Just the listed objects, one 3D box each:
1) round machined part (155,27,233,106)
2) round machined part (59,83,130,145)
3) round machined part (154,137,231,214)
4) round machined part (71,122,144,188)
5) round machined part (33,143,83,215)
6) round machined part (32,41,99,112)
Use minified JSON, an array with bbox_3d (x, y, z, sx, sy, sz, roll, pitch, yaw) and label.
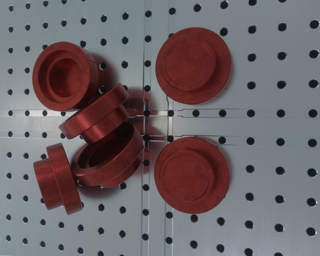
[{"bbox_3d":[0.040,-0.078,0.390,0.098,0.042,0.097,0,90,20],"label":"round machined part"},{"bbox_3d":[-0.080,-0.014,0.408,0.098,0.098,0.042,-31,104,17],"label":"round machined part"},{"bbox_3d":[0.038,0.060,0.391,0.098,0.042,0.097,0,90,20],"label":"round machined part"},{"bbox_3d":[-0.063,0.040,0.407,0.098,0.098,0.042,-24,118,18],"label":"round machined part"},{"bbox_3d":[-0.141,0.073,0.423,0.042,0.098,0.098,-18,83,-19],"label":"round machined part"},{"bbox_3d":[-0.131,-0.072,0.450,0.098,0.042,0.097,0,89,20],"label":"round machined part"}]
